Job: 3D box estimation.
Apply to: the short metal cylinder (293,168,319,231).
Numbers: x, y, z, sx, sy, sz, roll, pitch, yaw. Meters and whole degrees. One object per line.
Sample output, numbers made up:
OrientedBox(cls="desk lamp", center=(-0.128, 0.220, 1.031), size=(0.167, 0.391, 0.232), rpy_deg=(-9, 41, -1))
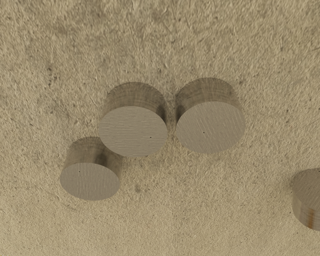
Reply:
OrientedBox(cls="short metal cylinder", center=(0.243, 0.107, 0.464), size=(0.080, 0.080, 0.050), rpy_deg=(-10, 130, 8))

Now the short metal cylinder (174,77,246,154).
OrientedBox(cls="short metal cylinder", center=(0.059, -0.014, 0.379), size=(0.081, 0.050, 0.079), rpy_deg=(0, 130, 0))

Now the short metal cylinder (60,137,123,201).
OrientedBox(cls="short metal cylinder", center=(-0.095, 0.058, 0.439), size=(0.081, 0.050, 0.079), rpy_deg=(0, 130, 0))

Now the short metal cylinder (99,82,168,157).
OrientedBox(cls="short metal cylinder", center=(-0.031, -0.010, 0.382), size=(0.081, 0.050, 0.079), rpy_deg=(0, 130, 0))
